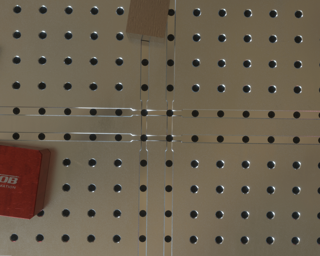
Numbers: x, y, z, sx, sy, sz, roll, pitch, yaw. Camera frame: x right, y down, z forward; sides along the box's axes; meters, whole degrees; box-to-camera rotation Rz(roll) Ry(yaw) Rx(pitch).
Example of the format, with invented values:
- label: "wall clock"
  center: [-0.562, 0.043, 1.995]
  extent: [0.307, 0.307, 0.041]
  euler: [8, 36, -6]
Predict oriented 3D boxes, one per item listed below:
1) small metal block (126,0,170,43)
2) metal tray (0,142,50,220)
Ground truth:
- label: "small metal block"
  center: [-0.016, -0.145, 0.413]
  extent: [0.050, 0.025, 0.050]
  euler: [9, 90, 0]
- label: "metal tray"
  center: [-0.220, 0.064, 0.409]
  extent: [0.131, 0.030, 0.089]
  euler: [8, 90, 0]
